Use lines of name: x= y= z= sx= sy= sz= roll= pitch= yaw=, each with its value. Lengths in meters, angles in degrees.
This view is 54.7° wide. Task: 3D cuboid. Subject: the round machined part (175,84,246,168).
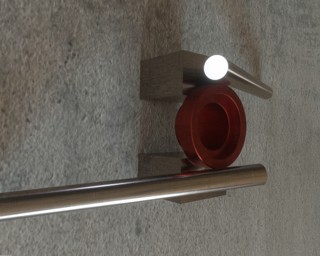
round machined part: x=0.056 y=-0.002 z=0.368 sx=0.099 sy=0.042 sz=0.097 roll=0 pitch=90 yaw=-40

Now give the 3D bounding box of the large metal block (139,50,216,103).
large metal block: x=0.030 y=-0.061 z=0.397 sx=0.081 sy=0.080 sz=0.050 roll=1 pitch=89 yaw=-40

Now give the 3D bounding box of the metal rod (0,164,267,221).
metal rod: x=-0.027 y=0.063 z=0.313 sx=0.303 sy=0.025 sz=0.025 roll=-4 pitch=93 yaw=-18

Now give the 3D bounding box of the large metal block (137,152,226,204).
large metal block: x=0.028 y=0.059 z=0.396 sx=0.081 sy=0.080 sz=0.050 roll=1 pitch=89 yaw=-40

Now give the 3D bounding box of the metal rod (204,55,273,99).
metal rod: x=0.127 y=-0.063 z=0.445 sx=0.301 sy=0.025 sz=0.025 roll=-2 pitch=92 yaw=-62
